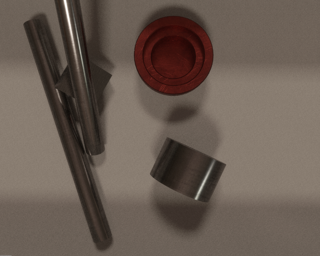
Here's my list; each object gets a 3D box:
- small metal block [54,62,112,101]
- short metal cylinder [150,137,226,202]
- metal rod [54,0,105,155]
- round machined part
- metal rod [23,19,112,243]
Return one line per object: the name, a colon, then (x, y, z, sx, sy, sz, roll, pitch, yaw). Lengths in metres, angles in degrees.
small metal block: (-0.098, -0.060, 0.398, 0.050, 0.025, 0.050, 31, 86, -29)
short metal cylinder: (0.035, 0.051, 0.384, 0.080, 0.080, 0.050, 25, 90, -1)
metal rod: (-0.094, -0.099, 0.338, 0.025, 0.025, 0.298, -4, 120, 0)
round machined part: (0.017, -0.090, 0.403, 0.099, 0.042, 0.097, 0, 90, -1)
metal rod: (-0.122, 0.004, 0.409, 0.025, 0.025, 0.298, -18, 90, 0)
